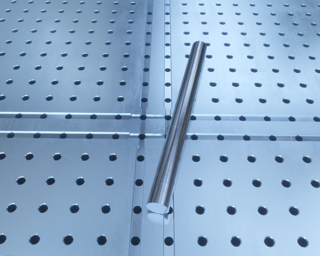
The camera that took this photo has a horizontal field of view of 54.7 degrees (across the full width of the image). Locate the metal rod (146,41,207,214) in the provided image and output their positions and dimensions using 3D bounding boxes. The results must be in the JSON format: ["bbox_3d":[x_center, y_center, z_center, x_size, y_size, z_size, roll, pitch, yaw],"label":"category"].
[{"bbox_3d":[0.032,-0.025,0.428,0.025,0.025,0.300,11,51,8],"label":"metal rod"}]
